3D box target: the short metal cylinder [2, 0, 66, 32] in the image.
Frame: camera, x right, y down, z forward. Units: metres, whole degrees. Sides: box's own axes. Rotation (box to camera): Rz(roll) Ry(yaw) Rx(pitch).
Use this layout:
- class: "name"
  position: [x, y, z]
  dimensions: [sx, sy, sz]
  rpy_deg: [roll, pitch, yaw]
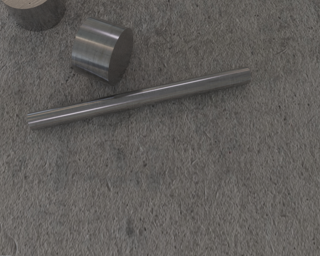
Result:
- class: "short metal cylinder"
  position: [-0.189, -0.193, 0.464]
  dimensions: [0.081, 0.050, 0.080]
  rpy_deg: [0, 70, 0]

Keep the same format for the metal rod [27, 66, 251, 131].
- class: "metal rod"
  position: [-0.024, -0.041, 0.422]
  dimensions: [0.302, 0.025, 0.025]
  rpy_deg: [-13, 71, -5]

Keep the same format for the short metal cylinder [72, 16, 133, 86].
- class: "short metal cylinder"
  position: [-0.075, -0.102, 0.416]
  dimensions: [0.050, 0.080, 0.080]
  rpy_deg: [20, 71, 7]
